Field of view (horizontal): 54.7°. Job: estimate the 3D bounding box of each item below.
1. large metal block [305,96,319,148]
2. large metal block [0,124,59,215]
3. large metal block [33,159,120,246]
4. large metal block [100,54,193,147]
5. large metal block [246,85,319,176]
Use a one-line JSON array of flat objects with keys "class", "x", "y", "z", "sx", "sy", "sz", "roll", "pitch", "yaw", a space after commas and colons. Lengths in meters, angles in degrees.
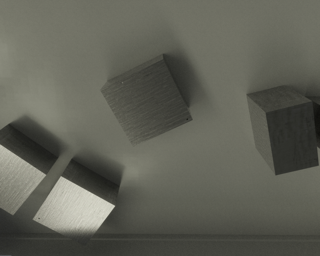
[{"class": "large metal block", "x": 0.233, "y": -0.005, "z": 0.382, "sx": 0.081, "sy": 0.080, "sz": 0.050, "roll": 0, "pitch": 110, "yaw": 0}, {"class": "large metal block", "x": -0.201, "y": 0.055, "z": 0.416, "sx": 0.080, "sy": 0.050, "sz": 0.080, "roll": 38, "pitch": 106, "yaw": -13}, {"class": "large metal block", "x": -0.115, "y": 0.104, "z": 0.435, "sx": 0.080, "sy": 0.050, "sz": 0.080, "roll": 32, "pitch": 107, "yaw": -11}, {"class": "large metal block", "x": -0.015, "y": -0.035, "z": 0.385, "sx": 0.080, "sy": 0.050, "sz": 0.080, "roll": -25, "pitch": 108, "yaw": 8}, {"class": "large metal block", "x": 0.149, "y": -0.001, "z": 0.383, "sx": 0.050, "sy": 0.080, "sz": 0.080, "roll": -14, "pitch": 110, "yaw": 5}]
